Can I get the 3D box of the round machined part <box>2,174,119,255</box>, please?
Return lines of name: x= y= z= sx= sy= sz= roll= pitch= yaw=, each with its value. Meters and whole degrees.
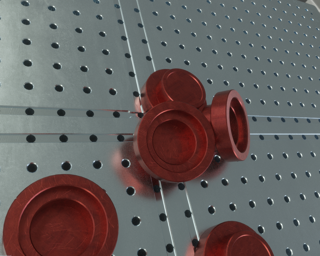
round machined part: x=-0.092 y=0.096 z=0.290 sx=0.099 sy=0.042 sz=0.098 roll=14 pitch=56 yaw=-21

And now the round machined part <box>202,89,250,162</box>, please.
round machined part: x=0.089 y=-0.002 z=0.429 sx=0.098 sy=0.042 sz=0.098 roll=22 pitch=64 yaw=-55

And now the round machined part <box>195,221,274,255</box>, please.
round machined part: x=0.093 y=0.156 z=0.354 sx=0.099 sy=0.042 sz=0.098 roll=14 pitch=56 yaw=-21

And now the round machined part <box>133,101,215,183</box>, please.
round machined part: x=0.015 y=0.019 z=0.384 sx=0.099 sy=0.042 sz=0.098 roll=4 pitch=76 yaw=-18

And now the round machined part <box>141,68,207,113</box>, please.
round machined part: x=0.026 y=-0.045 z=0.441 sx=0.099 sy=0.042 sz=0.098 roll=14 pitch=56 yaw=-21
